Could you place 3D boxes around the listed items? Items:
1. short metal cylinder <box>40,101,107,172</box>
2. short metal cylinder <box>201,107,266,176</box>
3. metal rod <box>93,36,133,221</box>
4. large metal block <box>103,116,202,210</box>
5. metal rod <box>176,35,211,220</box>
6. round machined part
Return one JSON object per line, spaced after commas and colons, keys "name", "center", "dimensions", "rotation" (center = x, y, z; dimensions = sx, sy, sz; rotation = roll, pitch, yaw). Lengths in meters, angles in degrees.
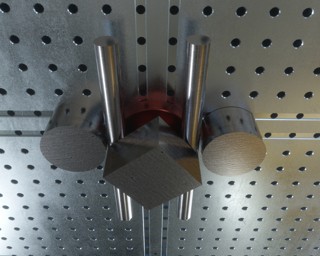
{"name": "short metal cylinder", "center": [-0.108, 0.012, 0.404], "dimensions": [0.081, 0.050, 0.079], "rotation": [0, 130, 0]}
{"name": "short metal cylinder", "center": [0.094, 0.019, 0.411], "dimensions": [0.081, 0.050, 0.079], "rotation": [0, 130, 0]}
{"name": "metal rod", "center": [-0.055, 0.027, 0.406], "dimensions": [0.025, 0.025, 0.298], "rotation": [0, 130, 0]}
{"name": "large metal block", "center": [-0.008, 0.045, 0.371], "dimensions": [0.080, 0.050, 0.080], "rotation": [-31, 124, 23]}
{"name": "metal rod", "center": [0.039, 0.025, 0.406], "dimensions": [0.025, 0.025, 0.298], "rotation": [0, 130, 0]}
{"name": "round machined part", "center": [-0.008, 0.014, 0.413], "dimensions": [0.099, 0.042, 0.097], "rotation": [0, 130, 0]}
